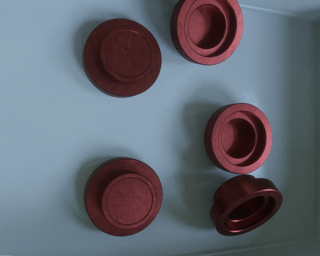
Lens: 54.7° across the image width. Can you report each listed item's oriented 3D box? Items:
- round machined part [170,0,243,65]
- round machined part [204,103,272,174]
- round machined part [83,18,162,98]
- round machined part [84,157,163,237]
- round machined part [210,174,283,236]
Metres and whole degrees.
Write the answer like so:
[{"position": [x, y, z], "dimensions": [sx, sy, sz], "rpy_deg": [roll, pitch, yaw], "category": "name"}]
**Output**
[{"position": [0.058, -0.135, 0.414], "dimensions": [0.099, 0.042, 0.097], "rpy_deg": [-7, 108, -21], "category": "round machined part"}, {"position": [0.106, 0.014, 0.440], "dimensions": [0.099, 0.042, 0.097], "rpy_deg": [0, 90, -20], "category": "round machined part"}, {"position": [-0.044, -0.088, 0.385], "dimensions": [0.099, 0.042, 0.097], "rpy_deg": [0, 90, -20], "category": "round machined part"}, {"position": [-0.042, 0.087, 0.386], "dimensions": [0.099, 0.042, 0.097], "rpy_deg": [0, 90, -20], "category": "round machined part"}, {"position": [0.113, 0.102, 0.426], "dimensions": [0.099, 0.042, 0.097], "rpy_deg": [-12, 132, -14], "category": "round machined part"}]
